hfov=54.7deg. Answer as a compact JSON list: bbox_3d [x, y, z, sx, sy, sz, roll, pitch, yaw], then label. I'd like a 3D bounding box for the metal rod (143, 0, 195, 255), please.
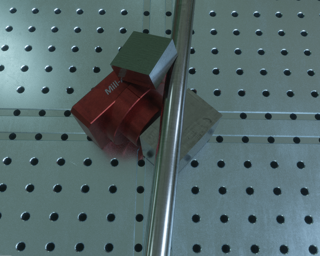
[{"bbox_3d":[0.014,-0.021,0.334,0.025,0.025,0.299,7,70,2],"label":"metal rod"}]

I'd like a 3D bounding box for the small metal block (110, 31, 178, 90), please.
[{"bbox_3d":[-0.017,-0.074,0.335,0.050,0.025,0.050,20,68,26],"label":"small metal block"}]

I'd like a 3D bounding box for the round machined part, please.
[{"bbox_3d":[-0.021,-0.016,0.383,0.042,0.098,0.098,41,75,13],"label":"round machined part"}]

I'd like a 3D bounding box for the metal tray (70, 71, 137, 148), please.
[{"bbox_3d":[-0.044,-0.040,0.391,0.030,0.090,0.130,41,75,13],"label":"metal tray"}]

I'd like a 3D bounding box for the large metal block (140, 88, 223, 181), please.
[{"bbox_3d":[0.024,0.011,0.376,0.050,0.080,0.080,41,75,13],"label":"large metal block"}]
